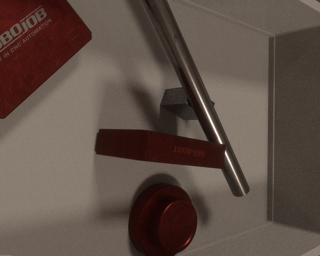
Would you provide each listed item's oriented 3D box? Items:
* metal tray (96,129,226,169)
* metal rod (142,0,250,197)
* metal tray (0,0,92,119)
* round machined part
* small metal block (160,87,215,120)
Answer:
[{"bbox_3d":[0.003,0.025,0.368,0.131,0.090,0.030,11,83,-40],"label":"metal tray"},{"bbox_3d":[0.050,-0.034,0.385,0.025,0.025,0.299,-42,115,-32],"label":"metal rod"},{"bbox_3d":[-0.138,-0.082,0.288,0.090,0.030,0.130,52,59,-28],"label":"metal tray"},{"bbox_3d":[0.011,0.124,0.407,0.099,0.042,0.097,0,90,-40],"label":"round machined part"},{"bbox_3d":[0.037,-0.033,0.424,0.050,0.050,0.025,29,72,-37],"label":"small metal block"}]
